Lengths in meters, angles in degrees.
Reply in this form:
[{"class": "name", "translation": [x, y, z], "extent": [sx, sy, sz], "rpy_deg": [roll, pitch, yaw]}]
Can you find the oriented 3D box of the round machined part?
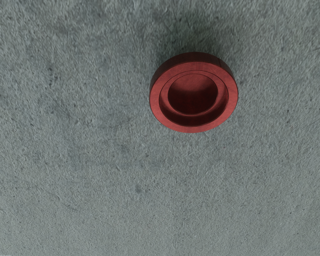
[{"class": "round machined part", "translation": [0.037, -0.044, 0.359], "extent": [0.099, 0.042, 0.097], "rpy_deg": [0, 130, 0]}]
